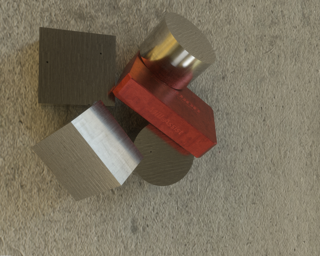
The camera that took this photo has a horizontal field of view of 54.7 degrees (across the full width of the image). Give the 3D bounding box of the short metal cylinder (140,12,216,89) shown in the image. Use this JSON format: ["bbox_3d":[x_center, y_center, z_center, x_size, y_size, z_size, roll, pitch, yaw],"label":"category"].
[{"bbox_3d":[0.022,-0.095,0.384,0.080,0.050,0.080,28,41,-27],"label":"short metal cylinder"}]

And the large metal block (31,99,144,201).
[{"bbox_3d":[-0.080,0.027,0.344,0.080,0.080,0.050,55,38,-12],"label":"large metal block"}]

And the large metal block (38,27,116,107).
[{"bbox_3d":[-0.097,-0.065,0.359,0.081,0.050,0.080,1,90,-20],"label":"large metal block"}]

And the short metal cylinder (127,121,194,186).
[{"bbox_3d":[-0.003,0.030,0.397,0.081,0.050,0.080,0,90,-20],"label":"short metal cylinder"}]

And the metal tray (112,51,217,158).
[{"bbox_3d":[0.011,-0.031,0.381,0.130,0.090,0.030,37,118,-16],"label":"metal tray"}]
